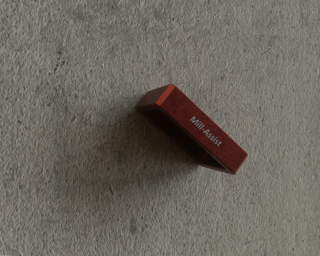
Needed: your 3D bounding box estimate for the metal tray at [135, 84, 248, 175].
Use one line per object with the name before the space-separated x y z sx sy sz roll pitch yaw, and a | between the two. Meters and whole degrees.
metal tray | 0.036 0.003 0.390 0.130 0.090 0.030 41 77 -16
